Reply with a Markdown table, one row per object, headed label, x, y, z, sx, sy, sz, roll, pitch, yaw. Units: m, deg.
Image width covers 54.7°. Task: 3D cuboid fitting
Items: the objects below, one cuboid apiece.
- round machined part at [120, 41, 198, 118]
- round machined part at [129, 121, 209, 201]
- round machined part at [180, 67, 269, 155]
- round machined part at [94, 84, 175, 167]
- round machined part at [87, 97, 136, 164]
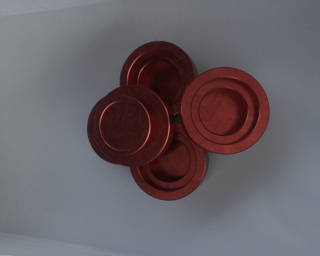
| label | x | y | z | sx | sy | sz | roll | pitch | yaw |
| --- | --- | --- | --- | --- | --- | --- | --- | --- | --- |
| round machined part | 0.002 | -0.058 | 0.399 | 0.098 | 0.042 | 0.097 | 0 | 90 | 19 |
| round machined part | 0.014 | 0.039 | 0.394 | 0.098 | 0.042 | 0.097 | 0 | 90 | 19 |
| round machined part | 0.072 | -0.019 | 0.363 | 0.099 | 0.042 | 0.097 | 0 | 87 | -1 |
| round machined part | -0.036 | -0.003 | 0.365 | 0.098 | 0.042 | 0.097 | 0 | 90 | 19 |
| round machined part | -0.056 | 0.001 | 0.417 | 0.098 | 0.042 | 0.097 | 0 | 90 | 19 |
